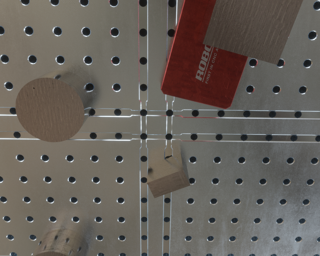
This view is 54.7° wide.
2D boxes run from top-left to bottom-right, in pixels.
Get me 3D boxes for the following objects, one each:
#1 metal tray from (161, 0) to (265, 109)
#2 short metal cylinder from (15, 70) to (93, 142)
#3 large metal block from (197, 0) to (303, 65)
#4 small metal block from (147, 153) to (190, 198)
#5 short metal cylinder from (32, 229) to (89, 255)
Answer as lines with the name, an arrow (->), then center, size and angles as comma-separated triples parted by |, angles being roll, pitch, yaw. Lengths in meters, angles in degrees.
metal tray -> 0.060, -0.096, 0.376 | 0.091, 0.030, 0.129 | 13, 110, -5
short metal cylinder -> -0.129, -0.028, 0.388 | 0.081, 0.050, 0.079 | 0, 110, 0
large metal block -> 0.092, -0.119, 0.324 | 0.080, 0.050, 0.079 | 14, 109, -6
small metal block -> 0.011, 0.064, 0.424 | 0.050, 0.050, 0.025 | -21, 109, 7
short metal cylinder -> -0.154, 0.203, 0.473 | 0.081, 0.050, 0.079 | 0, 110, 0
